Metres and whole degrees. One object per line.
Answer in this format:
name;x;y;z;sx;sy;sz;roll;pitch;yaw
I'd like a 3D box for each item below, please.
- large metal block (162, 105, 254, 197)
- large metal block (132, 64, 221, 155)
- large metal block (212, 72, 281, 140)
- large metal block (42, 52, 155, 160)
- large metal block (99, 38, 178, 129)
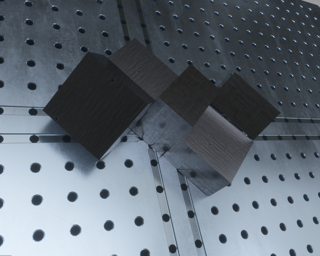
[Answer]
large metal block;0.064;0.028;0.409;0.080;0.050;0.080;41;51;1
large metal block;0.020;-0.023;0.396;0.050;0.080;0.080;42;51;-2
large metal block;0.116;-0.034;0.448;0.080;0.050;0.080;42;11;0
large metal block;-0.065;-0.025;0.344;0.080;0.080;0.050;42;12;0
large metal block;-0.035;-0.059;0.409;0.080;0.050;0.080;42;52;-1
